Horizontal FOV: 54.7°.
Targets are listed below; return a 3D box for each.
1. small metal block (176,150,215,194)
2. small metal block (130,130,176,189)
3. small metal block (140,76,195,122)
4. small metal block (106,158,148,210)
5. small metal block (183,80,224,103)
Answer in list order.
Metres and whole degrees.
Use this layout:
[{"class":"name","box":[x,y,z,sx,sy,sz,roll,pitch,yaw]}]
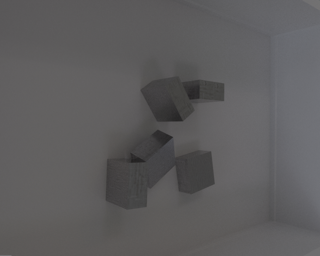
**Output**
[{"class":"small metal block","box":[0.051,0.063,0.449,0.050,0.025,0.050,-13,98,-39]},{"class":"small metal block","box":[-0.007,0.039,0.388,0.050,0.025,0.050,-40,140,-33]},{"class":"small metal block","box":[0.009,-0.036,0.398,0.025,0.050,0.050,-42,116,-32]},{"class":"small metal block","box":[-0.039,0.062,0.357,0.025,0.050,0.050,3,88,-37]},{"class":"small metal block","box":[0.054,-0.050,0.436,0.050,0.050,0.025,1,90,-40]}]
